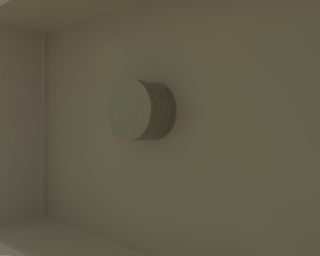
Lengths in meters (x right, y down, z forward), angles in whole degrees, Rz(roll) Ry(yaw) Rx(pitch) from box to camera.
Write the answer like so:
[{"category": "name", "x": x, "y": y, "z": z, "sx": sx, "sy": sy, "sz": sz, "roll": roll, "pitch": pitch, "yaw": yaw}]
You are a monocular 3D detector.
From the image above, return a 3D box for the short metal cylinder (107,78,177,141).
[{"category": "short metal cylinder", "x": -0.025, "y": -0.023, "z": 0.413, "sx": 0.080, "sy": 0.050, "sz": 0.080, "roll": 0, "pitch": 90, "yaw": 40}]
